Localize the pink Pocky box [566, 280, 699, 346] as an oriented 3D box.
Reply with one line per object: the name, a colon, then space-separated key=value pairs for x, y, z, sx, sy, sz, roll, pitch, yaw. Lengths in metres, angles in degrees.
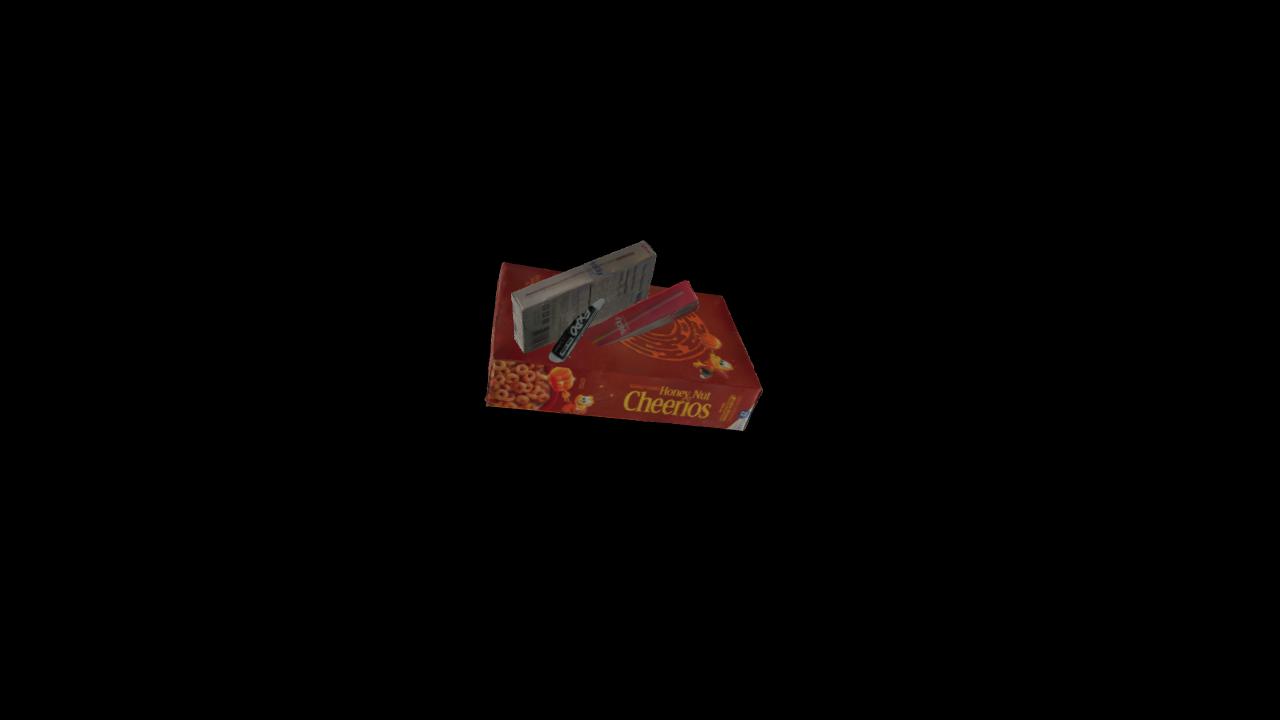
pink Pocky box: x=-0.007 y=-0.042 z=0.706 sx=0.155 sy=0.029 sz=0.084 roll=-26 pitch=-5 yaw=6

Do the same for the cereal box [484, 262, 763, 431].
cereal box: x=-0.024 y=-0.018 z=0.747 sx=0.306 sy=0.081 sz=0.203 roll=7 pitch=37 yaw=-15

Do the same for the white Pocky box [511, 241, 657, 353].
white Pocky box: x=-0.057 y=-0.064 z=0.634 sx=0.154 sy=0.028 sz=0.084 roll=-25 pitch=-26 yaw=-23

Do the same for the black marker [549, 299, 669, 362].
black marker: x=-0.060 y=-0.041 z=0.637 sx=0.020 sy=0.121 sz=0.020 roll=34 pitch=6 yaw=-4
